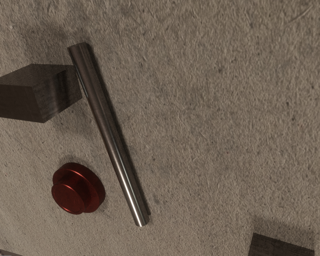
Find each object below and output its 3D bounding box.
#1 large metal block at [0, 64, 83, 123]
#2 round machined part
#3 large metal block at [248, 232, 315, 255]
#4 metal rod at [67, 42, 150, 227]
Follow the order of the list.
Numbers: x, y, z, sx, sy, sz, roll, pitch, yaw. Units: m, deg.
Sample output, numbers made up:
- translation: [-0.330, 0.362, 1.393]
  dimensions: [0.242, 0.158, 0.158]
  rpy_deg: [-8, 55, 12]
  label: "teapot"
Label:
- translation: [-0.169, -0.051, 0.427]
  dimensions: [0.080, 0.080, 0.050]
  rpy_deg: [7, 122, 24]
  label: "large metal block"
- translation: [-0.149, 0.112, 0.541]
  dimensions: [0.098, 0.042, 0.097]
  rpy_deg: [13, 124, 20]
  label: "round machined part"
- translation: [0.162, 0.203, 0.431]
  dimensions: [0.080, 0.050, 0.079]
  rpy_deg: [11, 123, 21]
  label: "large metal block"
- translation: [-0.068, 0.025, 0.455]
  dimensions: [0.025, 0.025, 0.298]
  rpy_deg: [-2, 118, 29]
  label: "metal rod"
